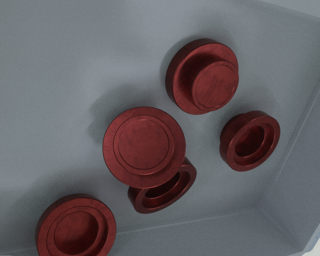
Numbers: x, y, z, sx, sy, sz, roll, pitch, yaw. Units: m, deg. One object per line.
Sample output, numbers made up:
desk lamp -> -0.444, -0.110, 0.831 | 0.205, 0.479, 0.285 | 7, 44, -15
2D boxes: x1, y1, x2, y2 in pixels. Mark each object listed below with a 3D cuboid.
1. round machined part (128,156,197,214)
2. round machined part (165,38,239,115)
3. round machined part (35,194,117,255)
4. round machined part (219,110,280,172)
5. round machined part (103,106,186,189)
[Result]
round machined part -> -0.001, 0.071, 0.430 | 0.099, 0.042, 0.097 | -24, 143, -19
round machined part -> 0.060, -0.060, 0.393 | 0.099, 0.042, 0.097 | -14, 124, -21
round machined part -> -0.111, 0.133, 0.404 | 0.099, 0.042, 0.097 | -2, 95, -28
round machined part -> 0.133, 0.016, 0.480 | 0.099, 0.042, 0.097 | -14, 124, -21
round machined part -> -0.018, 0.022, 0.364 | 0.098, 0.098, 0.042 | -33, 172, -7
